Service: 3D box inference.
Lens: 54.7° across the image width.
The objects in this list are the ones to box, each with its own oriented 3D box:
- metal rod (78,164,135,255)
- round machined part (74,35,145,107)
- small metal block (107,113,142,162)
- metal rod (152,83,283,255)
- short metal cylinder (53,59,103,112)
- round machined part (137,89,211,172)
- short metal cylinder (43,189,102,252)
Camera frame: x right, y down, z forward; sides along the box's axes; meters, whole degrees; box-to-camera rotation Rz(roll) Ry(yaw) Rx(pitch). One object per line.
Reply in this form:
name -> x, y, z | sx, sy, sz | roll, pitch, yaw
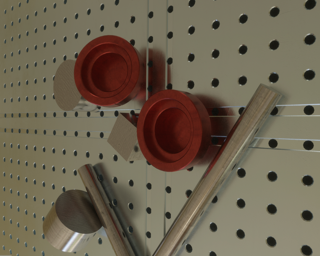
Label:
metal rod -> -0.051, 0.183, 0.451 | 0.025, 0.025, 0.299 | -47, 62, 30
round machined part -> -0.068, -0.077, 0.439 | 0.098, 0.042, 0.097 | -1, 86, 16
small metal block -> -0.044, 0.012, 0.446 | 0.050, 0.025, 0.050 | 40, 114, 32
metal rod -> 0.049, 0.084, 0.369 | 0.025, 0.025, 0.298 | 42, 115, 32
short metal cylinder -> -0.127, -0.066, 0.498 | 0.080, 0.050, 0.080 | 0, 90, 40
round machined part -> 0.021, 0.003, 0.381 | 0.098, 0.042, 0.097 | 0, 90, 40
short metal cylinder -> -0.134, 0.144, 0.484 | 0.080, 0.081, 0.050 | 52, 120, 27
